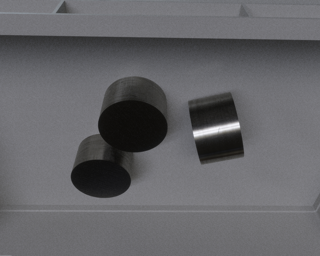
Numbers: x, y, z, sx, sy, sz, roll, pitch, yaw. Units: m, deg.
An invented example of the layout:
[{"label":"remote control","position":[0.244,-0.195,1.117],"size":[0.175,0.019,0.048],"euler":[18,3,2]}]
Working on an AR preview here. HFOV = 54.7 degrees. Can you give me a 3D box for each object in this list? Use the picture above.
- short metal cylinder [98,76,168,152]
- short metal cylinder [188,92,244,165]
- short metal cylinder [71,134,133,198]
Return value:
[{"label":"short metal cylinder","position":[-0.032,-0.016,0.379],"size":[0.081,0.050,0.079],"euler":[0,130,0]},{"label":"short metal cylinder","position":[0.067,0.001,0.375],"size":[0.050,0.080,0.080],"euler":[-12,129,9]},{"label":"short metal cylinder","position":[-0.080,0.054,0.438],"size":[0.081,0.050,0.079],"euler":[0,130,0]}]
